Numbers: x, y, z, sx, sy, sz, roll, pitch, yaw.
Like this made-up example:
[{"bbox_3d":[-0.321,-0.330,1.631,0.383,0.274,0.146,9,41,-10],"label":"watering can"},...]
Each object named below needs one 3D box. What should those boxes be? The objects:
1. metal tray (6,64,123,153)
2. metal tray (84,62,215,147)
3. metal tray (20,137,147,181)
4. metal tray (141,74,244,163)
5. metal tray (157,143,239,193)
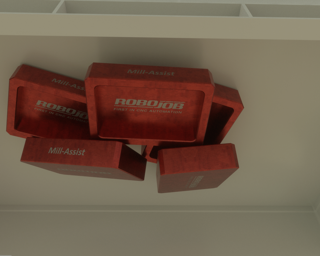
[{"bbox_3d":[-0.116,-0.017,0.385,0.131,0.030,0.089,15,129,-13],"label":"metal tray"},{"bbox_3d":[-0.012,-0.023,0.344,0.131,0.030,0.089,3,130,-3],"label":"metal tray"},{"bbox_3d":[-0.093,0.041,0.392,0.130,0.030,0.090,1,162,19],"label":"metal tray"},{"bbox_3d":[0.037,-0.001,0.403,0.091,0.030,0.129,15,129,-13],"label":"metal tray"},{"bbox_3d":[0.042,0.058,0.411,0.091,0.030,0.130,-5,159,-4],"label":"metal tray"}]
